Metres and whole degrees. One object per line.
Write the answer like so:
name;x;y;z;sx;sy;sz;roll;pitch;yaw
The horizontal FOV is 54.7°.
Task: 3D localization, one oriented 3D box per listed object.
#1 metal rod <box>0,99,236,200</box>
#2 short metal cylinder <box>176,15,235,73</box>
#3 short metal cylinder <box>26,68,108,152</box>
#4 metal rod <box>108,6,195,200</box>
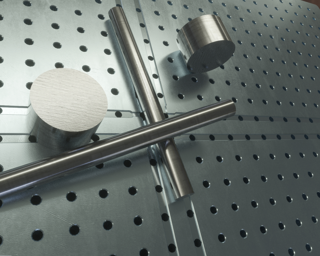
metal rod;-0.032;0.015;0.357;0.302;0.025;0.025;-19;72;-27
short metal cylinder;0.072;-0.132;0.492;0.081;0.080;0.050;-6;65;-31
short metal cylinder;-0.105;-0.020;0.348;0.081;0.050;0.080;14;56;-21
metal rod;-0.019;-0.048;0.426;0.025;0.025;0.299;-7;65;-31
